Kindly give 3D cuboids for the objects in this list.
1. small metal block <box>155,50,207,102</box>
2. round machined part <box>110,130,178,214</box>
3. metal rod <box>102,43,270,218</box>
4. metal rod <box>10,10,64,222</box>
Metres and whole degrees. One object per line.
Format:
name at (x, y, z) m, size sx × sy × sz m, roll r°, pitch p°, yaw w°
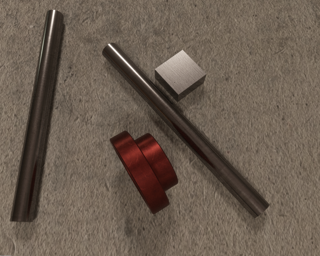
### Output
small metal block at (0.028, -0.073, 0.435) m, size 0.050 × 0.025 × 0.050 m, roll -37°, pitch 75°, yaw -13°
round machined part at (-0.015, 0.045, 0.353) m, size 0.042 × 0.098 × 0.098 m, roll -30°, pitch 73°, yaw -10°
metal rod at (0.025, -0.007, 0.410) m, size 0.025 × 0.025 × 0.300 m, roll -39°, pitch 75°, yaw -13°
metal rod at (-0.161, -0.030, 0.416) m, size 0.025 × 0.025 × 0.299 m, roll 1°, pitch 70°, yaw 0°
